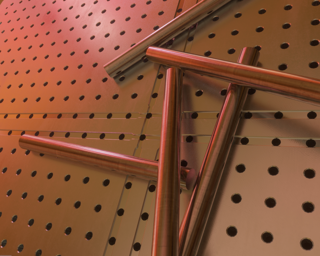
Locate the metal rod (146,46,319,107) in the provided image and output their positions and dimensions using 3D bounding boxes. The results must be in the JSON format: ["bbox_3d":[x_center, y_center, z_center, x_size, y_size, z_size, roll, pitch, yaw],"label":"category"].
[{"bbox_3d":[0.080,-0.069,0.376,0.300,0.025,0.025,27,76,46],"label":"metal rod"}]

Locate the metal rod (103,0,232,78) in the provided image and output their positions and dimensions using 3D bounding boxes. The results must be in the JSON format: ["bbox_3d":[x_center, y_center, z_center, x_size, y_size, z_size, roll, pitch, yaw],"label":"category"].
[{"bbox_3d":[0.042,-0.170,0.489,0.300,0.025,0.025,-32,52,7],"label":"metal rod"}]

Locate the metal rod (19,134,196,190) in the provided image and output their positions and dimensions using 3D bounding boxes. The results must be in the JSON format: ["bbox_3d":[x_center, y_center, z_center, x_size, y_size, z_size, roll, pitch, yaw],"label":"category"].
[{"bbox_3d":[-0.092,0.040,0.430,0.300,0.025,0.025,8,66,31],"label":"metal rod"}]

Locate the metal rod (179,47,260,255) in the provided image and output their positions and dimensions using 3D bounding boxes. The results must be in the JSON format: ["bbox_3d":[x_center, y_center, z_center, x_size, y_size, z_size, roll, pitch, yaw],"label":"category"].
[{"bbox_3d":[0.064,0.032,0.353,0.025,0.025,0.300,10,66,32],"label":"metal rod"}]

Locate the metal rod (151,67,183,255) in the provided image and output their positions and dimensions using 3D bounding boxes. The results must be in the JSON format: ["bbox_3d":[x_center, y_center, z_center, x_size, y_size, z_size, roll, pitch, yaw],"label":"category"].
[{"bbox_3d":[0.011,0.041,0.343,0.025,0.025,0.300,-13,48,21],"label":"metal rod"}]
